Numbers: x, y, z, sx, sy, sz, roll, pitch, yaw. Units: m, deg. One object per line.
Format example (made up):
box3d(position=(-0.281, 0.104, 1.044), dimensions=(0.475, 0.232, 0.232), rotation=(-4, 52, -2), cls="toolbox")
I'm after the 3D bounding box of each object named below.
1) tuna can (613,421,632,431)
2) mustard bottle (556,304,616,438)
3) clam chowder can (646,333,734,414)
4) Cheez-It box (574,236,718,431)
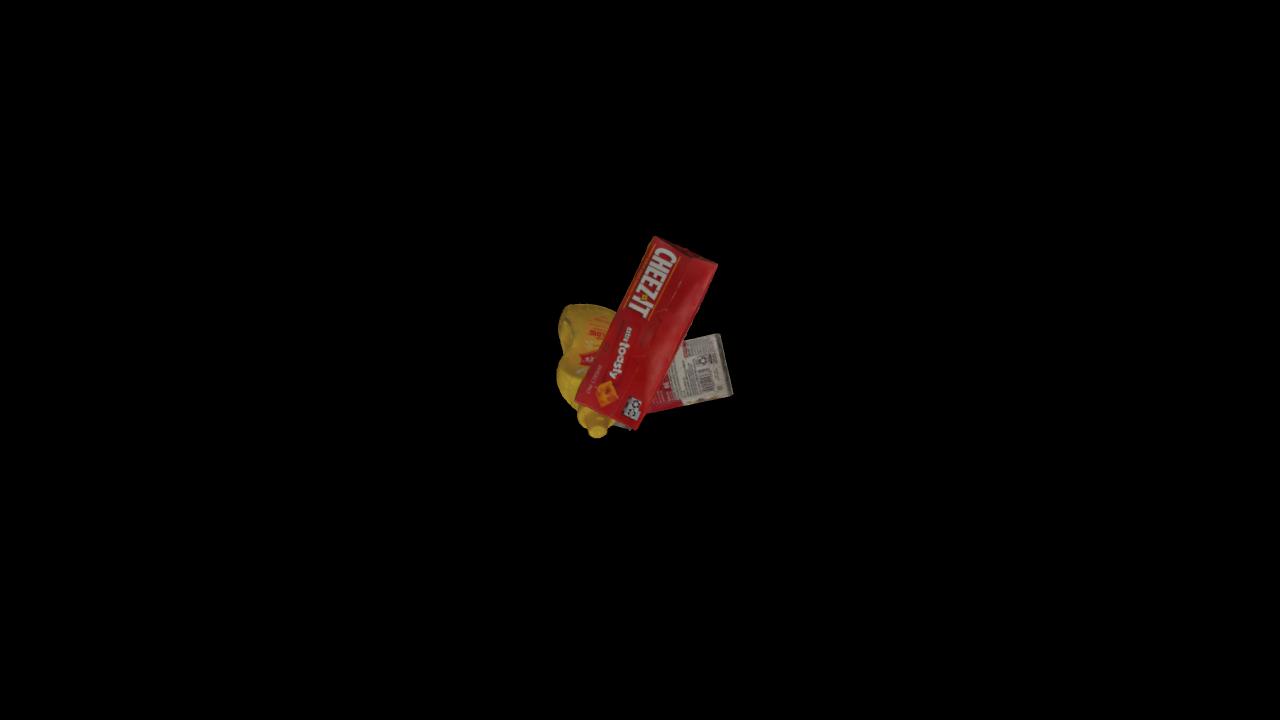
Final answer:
box3d(position=(-0.014, 0.033, 0.680), dimensions=(0.034, 0.084, 0.084), rotation=(16, 1, 2), cls="tuna can")
box3d(position=(-0.049, 0.014, 0.687), dimensions=(0.092, 0.054, 0.184), rotation=(20, 37, -21), cls="mustard bottle")
box3d(position=(0.039, 0.015, 0.633), dimensions=(0.102, 0.068, 0.068), rotation=(-13, -2, 8), cls="clam chowder can")
box3d(position=(0.010, -0.029, 0.639), dimensions=(0.071, 0.166, 0.223), rotation=(25, 5, 1), cls="Cheez-It box")
